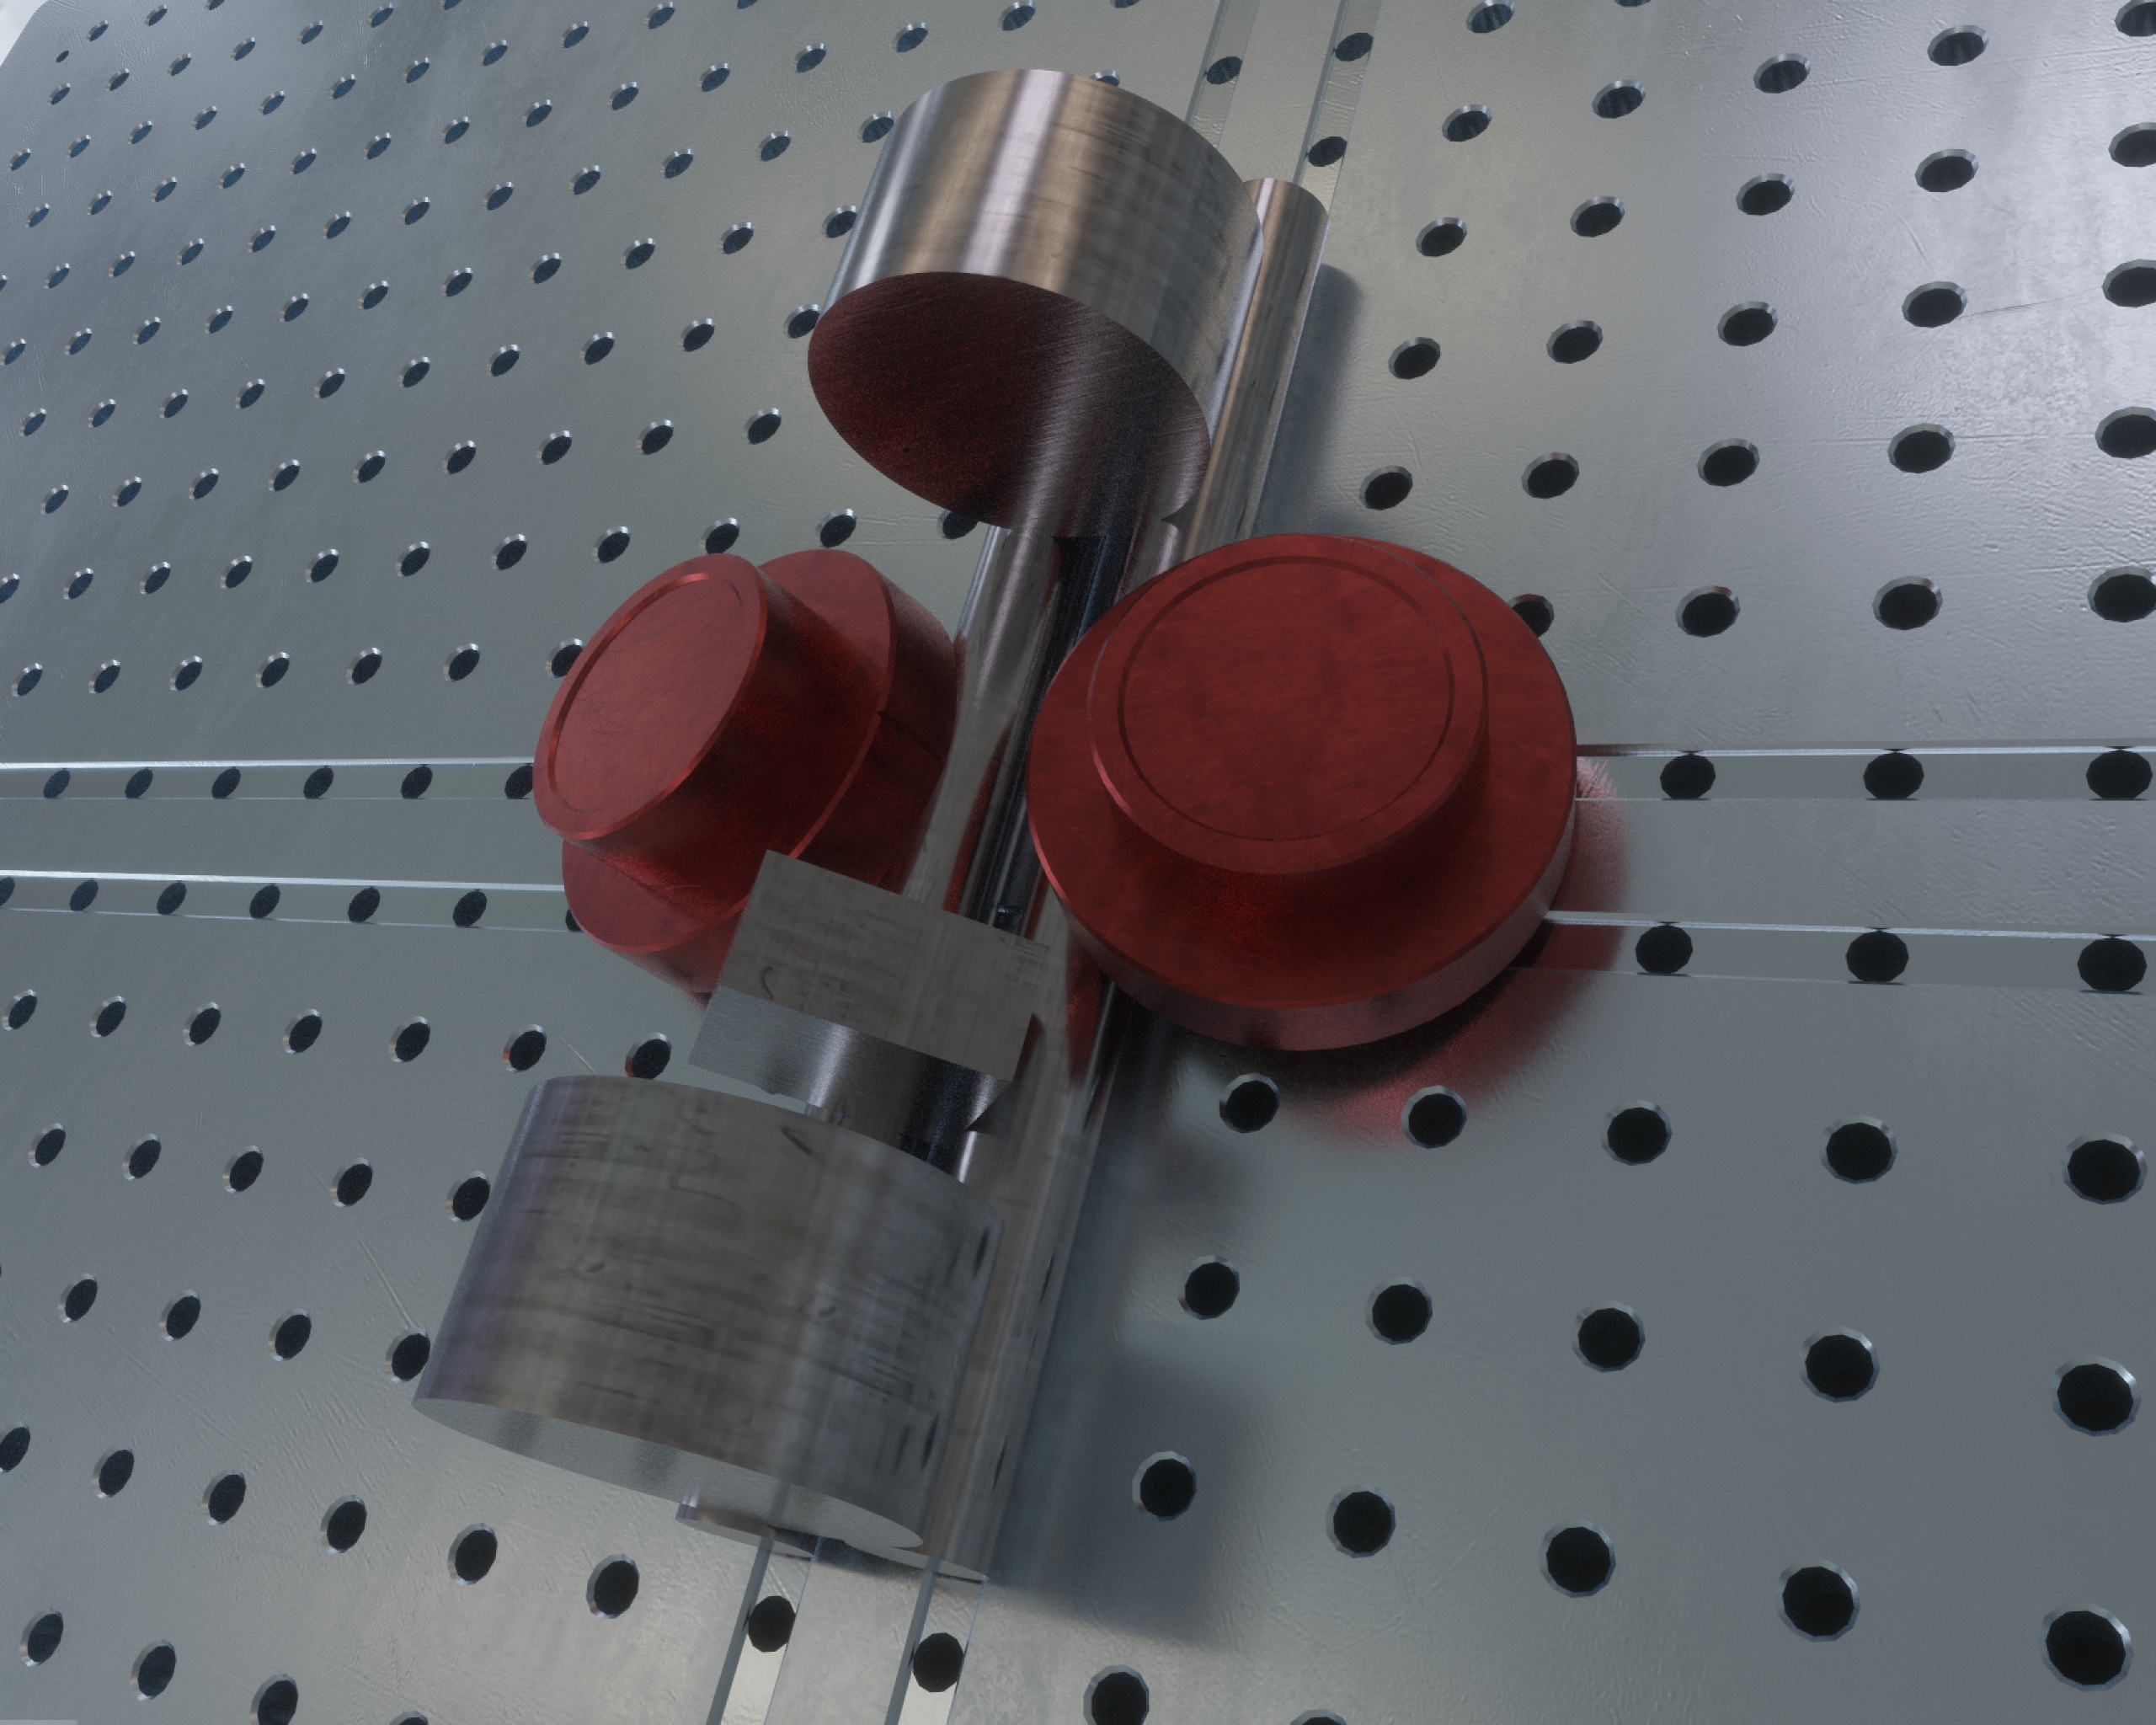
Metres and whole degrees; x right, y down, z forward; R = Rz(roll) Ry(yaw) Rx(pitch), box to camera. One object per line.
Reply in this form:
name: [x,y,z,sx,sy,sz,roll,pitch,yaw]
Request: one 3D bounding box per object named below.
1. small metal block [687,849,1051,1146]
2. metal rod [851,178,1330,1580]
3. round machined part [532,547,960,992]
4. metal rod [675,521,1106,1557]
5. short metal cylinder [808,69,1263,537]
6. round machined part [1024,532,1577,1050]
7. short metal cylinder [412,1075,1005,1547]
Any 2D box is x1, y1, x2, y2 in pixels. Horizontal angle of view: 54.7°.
small metal block: [-0.038,0.025,0.367,0.050,0.050,0.025,20,66,-9]
metal rod: [0.009,-0.015,0.412,0.025,0.025,0.300,1,62,29]
round machined part: [-0.075,-0.025,0.437,0.098,0.042,0.098,-24,48,30]
metal rod: [-0.023,-0.013,0.427,0.025,0.025,0.300,1,62,29]
short metal cylinder: [-0.008,-0.109,0.415,0.080,0.080,0.050,1,62,28]
round machined part: [0.039,-0.019,0.372,0.098,0.042,0.098,-4,62,9]
short metal cylinder: [-0.057,0.072,0.331,0.080,0.080,0.050,1,62,28]
